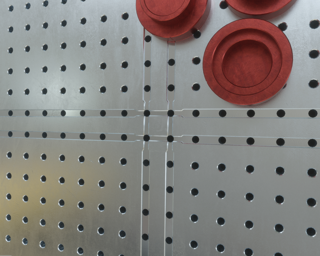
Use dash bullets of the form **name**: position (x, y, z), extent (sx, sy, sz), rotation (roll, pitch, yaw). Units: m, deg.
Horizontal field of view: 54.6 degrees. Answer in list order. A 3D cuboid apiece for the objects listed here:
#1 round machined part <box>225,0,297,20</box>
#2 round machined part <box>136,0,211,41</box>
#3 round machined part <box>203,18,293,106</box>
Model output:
- **round machined part**: position (0.118, -0.181, 0.362), extent (0.098, 0.042, 0.097), rotation (0, 90, 20)
- **round machined part**: position (0.013, -0.166, 0.399), extent (0.098, 0.042, 0.097), rotation (0, 90, 20)
- **round machined part**: position (0.103, -0.075, 0.367), extent (0.098, 0.042, 0.097), rotation (0, 90, 20)
